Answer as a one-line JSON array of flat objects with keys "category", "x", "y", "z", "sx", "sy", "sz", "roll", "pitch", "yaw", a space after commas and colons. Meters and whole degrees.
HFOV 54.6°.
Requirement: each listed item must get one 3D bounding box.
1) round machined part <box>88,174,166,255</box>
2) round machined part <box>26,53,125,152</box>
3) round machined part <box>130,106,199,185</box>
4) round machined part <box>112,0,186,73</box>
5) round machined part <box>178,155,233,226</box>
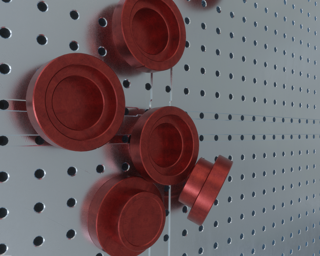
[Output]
[{"category": "round machined part", "x": -0.032, "y": 0.107, "z": 0.371, "sx": 0.099, "sy": 0.042, "sz": 0.097, "roll": 0, "pitch": 90, "yaw": -40}, {"category": "round machined part", "x": -0.089, "y": -0.025, "z": 0.323, "sx": 0.099, "sy": 0.042, "sz": 0.097, "roll": 0, "pitch": 90, "yaw": -40}, {"category": "round machined part", "x": 0.002, "y": 0.022, "z": 0.397, "sx": 0.099, "sy": 0.042, "sz": 0.097, "roll": 1, "pitch": 88, "yaw": -40}, {"category": "round machined part", "x": -0.017, "y": -0.117, "z": 0.382, "sx": 0.099, "sy": 0.042, "sz": 0.097, "roll": 0, "pitch": 90, "yaw": -40}, {"category": "round machined part", "x": 0.059, "y": 0.079, "z": 0.425, "sx": 0.098, "sy": 0.042, "sz": 0.098, "roll": -58, "pitch": 166, "yaw": -23}]
